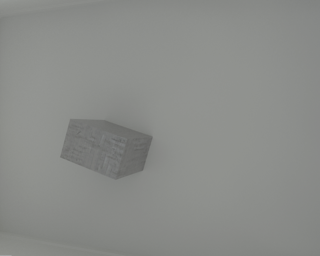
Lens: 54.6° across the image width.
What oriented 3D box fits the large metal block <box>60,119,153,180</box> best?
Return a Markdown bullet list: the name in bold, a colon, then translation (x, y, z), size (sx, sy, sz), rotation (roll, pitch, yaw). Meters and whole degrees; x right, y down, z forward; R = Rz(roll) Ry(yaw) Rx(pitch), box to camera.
- **large metal block**: translation (-0.067, 0.024, 0.405), size (0.080, 0.080, 0.050), rotation (18, 96, 19)
